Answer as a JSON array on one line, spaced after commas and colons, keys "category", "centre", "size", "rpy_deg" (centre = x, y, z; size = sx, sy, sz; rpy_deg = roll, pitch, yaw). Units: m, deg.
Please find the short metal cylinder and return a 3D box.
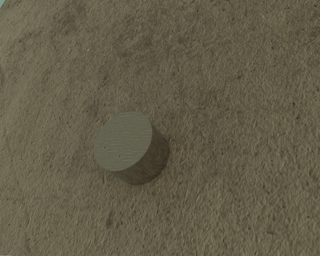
[{"category": "short metal cylinder", "centre": [-0.035, 0.026, 0.391], "size": [0.080, 0.050, 0.080], "rpy_deg": [-13, 56, 21]}]
